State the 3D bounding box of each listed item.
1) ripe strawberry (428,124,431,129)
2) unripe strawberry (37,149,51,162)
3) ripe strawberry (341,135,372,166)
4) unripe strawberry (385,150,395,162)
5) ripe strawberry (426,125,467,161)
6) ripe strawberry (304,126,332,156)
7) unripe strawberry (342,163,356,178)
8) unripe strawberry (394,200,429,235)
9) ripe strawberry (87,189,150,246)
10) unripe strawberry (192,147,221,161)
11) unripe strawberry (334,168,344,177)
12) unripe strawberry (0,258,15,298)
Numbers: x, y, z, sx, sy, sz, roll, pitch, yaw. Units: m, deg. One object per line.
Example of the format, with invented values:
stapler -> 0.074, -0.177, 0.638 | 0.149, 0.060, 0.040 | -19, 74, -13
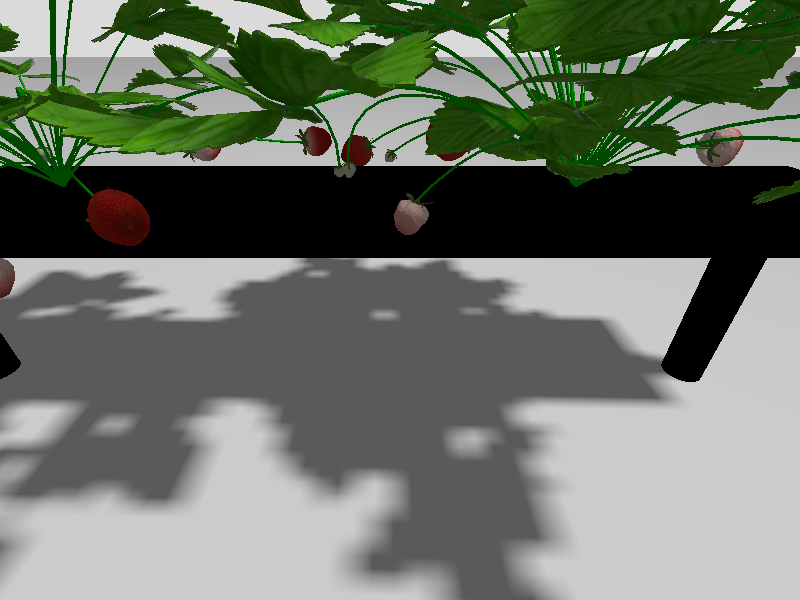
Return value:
ripe strawberry -> 0.047, -0.215, 0.508 | 0.027, 0.023, 0.027 | -17, 36, -24
unripe strawberry -> -0.368, -0.150, 0.414 | 0.012, 0.013, 0.013 | -26, 41, -35
ripe strawberry -> -0.045, -0.149, 0.403 | 0.032, 0.031, 0.029 | -10, 27, 27
unripe strawberry -> -0.011, -0.149, 0.417 | 0.011, 0.012, 0.010 | -36, 8, 40
ripe strawberry -> 0.049, -0.173, 0.425 | 0.048, 0.047, 0.045 | 27, 41, 36
ripe strawberry -> -0.089, -0.173, 0.436 | 0.030, 0.031, 0.027 | -16, 36, -24
unripe strawberry -> -0.042, -0.107, 0.330 | 0.011, 0.011, 0.011 | -2, 33, -4
unripe strawberry -> 0.006, -0.053, 0.261 | 0.021, 0.022, 0.024 | 16, 16, -44
ripe strawberry -> -0.167, -0.048, 0.239 | 0.033, 0.034, 0.030 | 28, 42, 35
unripe strawberry -> -0.203, -0.159, 0.417 | 0.031, 0.026, 0.031 | -26, 41, -35
unripe strawberry -> -0.054, -0.115, 0.359 | 0.010, 0.010, 0.009 | -2, 33, -3
unripe strawberry -> -0.202, -0.010, 0.196 | 0.022, 0.022, 0.019 | -16, 36, -23
